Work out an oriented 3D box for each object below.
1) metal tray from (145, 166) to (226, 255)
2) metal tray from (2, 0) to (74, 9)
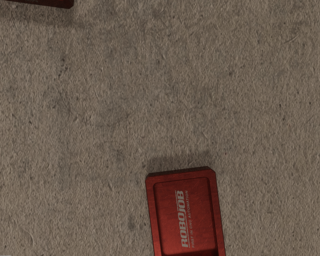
[{"bbox_3d":[0.033,0.121,0.407,0.091,0.030,0.129,-7,90,-1],"label":"metal tray"},{"bbox_3d":[-0.177,-0.213,0.404,0.131,0.030,0.089,8,90,-1],"label":"metal tray"}]
